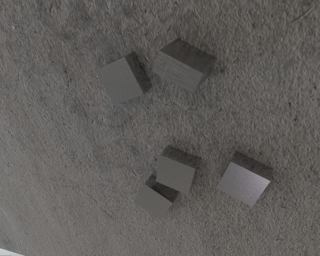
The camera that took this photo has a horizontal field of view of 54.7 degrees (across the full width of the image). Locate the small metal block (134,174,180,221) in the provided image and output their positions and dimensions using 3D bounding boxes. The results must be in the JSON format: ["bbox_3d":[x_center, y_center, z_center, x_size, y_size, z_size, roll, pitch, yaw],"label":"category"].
[{"bbox_3d":[-0.006,0.107,0.476,0.050,0.025,0.050,33,129,6],"label":"small metal block"}]

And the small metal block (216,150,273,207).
[{"bbox_3d":[0.106,0.064,0.391,0.050,0.025,0.050,27,128,11],"label":"small metal block"}]

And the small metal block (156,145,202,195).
[{"bbox_3d":[0.025,0.058,0.430,0.050,0.025,0.050,21,126,16],"label":"small metal block"}]

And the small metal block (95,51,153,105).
[{"bbox_3d":[-0.045,-0.063,0.392,0.050,0.025,0.050,-15,111,34],"label":"small metal block"}]

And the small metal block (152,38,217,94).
[{"bbox_3d":[0.028,-0.068,0.334,0.050,0.050,0.025,30,128,9],"label":"small metal block"}]
